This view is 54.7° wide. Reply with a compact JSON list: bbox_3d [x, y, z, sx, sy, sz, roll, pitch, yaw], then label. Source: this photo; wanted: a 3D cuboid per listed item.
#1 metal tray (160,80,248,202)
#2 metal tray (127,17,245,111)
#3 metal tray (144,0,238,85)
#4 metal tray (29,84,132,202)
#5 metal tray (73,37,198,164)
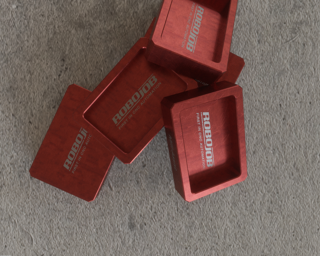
[{"bbox_3d":[0.057,0.017,0.375,0.091,0.030,0.129,-17,115,-16],"label":"metal tray"},{"bbox_3d":[0.032,-0.076,0.409,0.131,0.030,0.090,27,90,-1],"label":"metal tray"},{"bbox_3d":[0.041,-0.125,0.375,0.091,0.030,0.130,20,62,-10],"label":"metal tray"},{"bbox_3d":[-0.100,0.019,0.407,0.090,0.030,0.129,25,90,-1],"label":"metal tray"},{"bbox_3d":[-0.029,-0.032,0.378,0.090,0.030,0.130,41,90,-1],"label":"metal tray"}]
